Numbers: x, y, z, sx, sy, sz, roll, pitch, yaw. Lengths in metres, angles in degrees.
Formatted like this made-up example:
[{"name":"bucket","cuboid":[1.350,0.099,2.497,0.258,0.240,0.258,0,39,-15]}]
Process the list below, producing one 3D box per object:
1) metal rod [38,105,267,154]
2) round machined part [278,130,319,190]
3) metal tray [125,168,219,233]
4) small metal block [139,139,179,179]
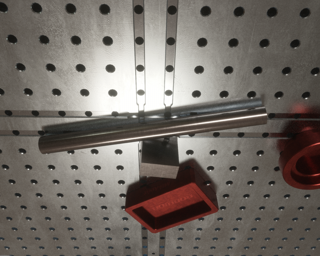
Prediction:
[{"name":"metal rod","cuboid":[-0.014,0.003,0.414,0.302,0.025,0.025,-8,130,6]},{"name":"round machined part","cuboid":[0.218,0.041,0.439,0.099,0.042,0.097,-1,130,0]},{"name":"metal tray","cuboid":[0.019,0.124,0.514,0.130,0.030,0.090,-26,126,20]},{"name":"small metal block","cuboid":[-0.001,0.041,0.430,0.050,0.050,0.025,7,130,-6]}]
